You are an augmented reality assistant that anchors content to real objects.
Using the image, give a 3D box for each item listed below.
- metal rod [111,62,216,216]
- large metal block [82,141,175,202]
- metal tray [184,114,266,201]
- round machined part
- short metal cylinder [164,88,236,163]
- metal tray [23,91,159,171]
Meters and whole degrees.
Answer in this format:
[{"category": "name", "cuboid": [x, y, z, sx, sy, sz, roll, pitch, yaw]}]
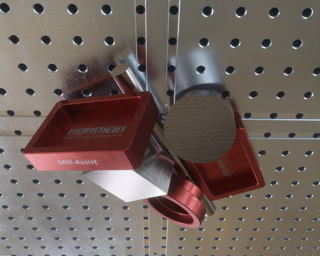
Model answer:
[{"category": "metal rod", "cuboid": [0.019, 0.036, 0.437, 0.025, 0.025, 0.299, -20, 128, 16]}, {"category": "large metal block", "cuboid": [-0.041, 0.053, 0.411, 0.080, 0.050, 0.080, -22, 130, 40]}, {"category": "metal tray", "cuboid": [0.090, 0.048, 0.445, 0.090, 0.030, 0.130, -20, 128, 16]}, {"category": "round machined part", "cuboid": [0.025, 0.106, 0.467, 0.098, 0.042, 0.098, 24, 149, 16]}, {"category": "short metal cylinder", "cuboid": [0.048, -0.004, 0.368, 0.080, 0.050, 0.079, 3, 107, 10]}, {"category": "metal tray", "cuboid": [-0.075, 0.003, 0.348, 0.130, 0.090, 0.030, -3, 133, 22]}]
